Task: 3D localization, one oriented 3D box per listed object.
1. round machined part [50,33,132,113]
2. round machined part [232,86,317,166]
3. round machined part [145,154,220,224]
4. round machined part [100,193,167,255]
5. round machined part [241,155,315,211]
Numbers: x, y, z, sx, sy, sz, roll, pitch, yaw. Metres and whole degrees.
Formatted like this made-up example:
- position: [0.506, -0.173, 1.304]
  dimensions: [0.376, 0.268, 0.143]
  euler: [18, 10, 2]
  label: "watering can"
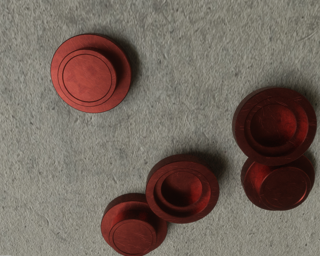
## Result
- position: [-0.084, -0.064, 0.376]
  dimensions: [0.099, 0.042, 0.097]
  euler: [0, 110, 0]
  label: "round machined part"
- position: [0.141, -0.004, 0.395]
  dimensions: [0.099, 0.042, 0.097]
  euler: [0, 102, 1]
  label: "round machined part"
- position: [0.030, 0.080, 0.430]
  dimensions: [0.099, 0.042, 0.097]
  euler: [0, 110, 0]
  label: "round machined part"
- position: [-0.038, 0.149, 0.455]
  dimensions: [0.099, 0.042, 0.097]
  euler: [0, 110, 0]
  label: "round machined part"
- position: [0.166, 0.075, 0.430]
  dimensions: [0.099, 0.042, 0.097]
  euler: [0, 110, 0]
  label: "round machined part"
